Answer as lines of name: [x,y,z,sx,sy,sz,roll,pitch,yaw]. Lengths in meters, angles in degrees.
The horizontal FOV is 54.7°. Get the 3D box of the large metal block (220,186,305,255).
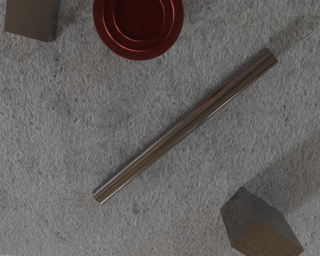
large metal block: [0.138,0.140,0.433,0.080,0.080,0.050,34,107,-12]

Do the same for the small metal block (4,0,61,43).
small metal block: [-0.148,-0.132,0.360,0.050,0.025,0.050,14,110,-5]

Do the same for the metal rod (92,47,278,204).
metal rod: [0.024,0.005,0.411,0.300,0.025,0.025,-40,106,13]

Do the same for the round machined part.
round machined part: [-0.023,-0.129,0.353,0.099,0.042,0.097,0,110,0]
